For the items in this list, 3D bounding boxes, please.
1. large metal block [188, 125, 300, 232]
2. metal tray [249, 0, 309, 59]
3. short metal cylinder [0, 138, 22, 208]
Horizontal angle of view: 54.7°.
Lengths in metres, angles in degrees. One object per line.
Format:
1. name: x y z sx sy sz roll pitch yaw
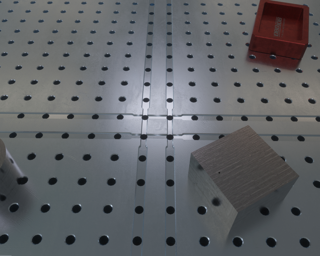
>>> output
1. large metal block: 0.089 0.054 0.347 0.081 0.050 0.080 -24 54 -19
2. metal tray: 0.216 -0.182 0.558 0.090 0.030 0.130 14 51 11
3. short metal cylinder: -0.206 0.051 0.347 0.081 0.050 0.080 0 50 0
